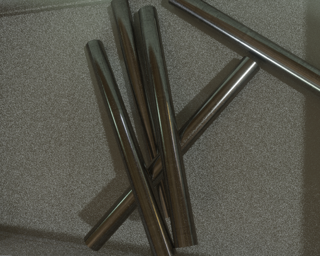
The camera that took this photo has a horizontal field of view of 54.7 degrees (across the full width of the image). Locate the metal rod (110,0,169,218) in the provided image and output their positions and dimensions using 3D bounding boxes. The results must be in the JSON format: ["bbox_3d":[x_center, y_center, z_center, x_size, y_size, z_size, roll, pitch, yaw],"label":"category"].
[{"bbox_3d":[-0.021,-0.030,0.418,0.025,0.025,0.298,-15,85,19],"label":"metal rod"}]

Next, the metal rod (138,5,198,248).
[{"bbox_3d":[0.005,-0.017,0.370,0.025,0.025,0.299,-16,71,19],"label":"metal rod"}]

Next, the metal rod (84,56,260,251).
[{"bbox_3d":[0.012,0.034,0.383,0.025,0.025,0.300,42,94,15],"label":"metal rod"}]

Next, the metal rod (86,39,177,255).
[{"bbox_3d":[-0.044,0.009,0.385,0.025,0.025,0.299,-29,65,17],"label":"metal rod"}]

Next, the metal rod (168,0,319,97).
[{"bbox_3d":[0.134,-0.085,0.363,0.300,0.025,0.025,37,102,16],"label":"metal rod"}]
